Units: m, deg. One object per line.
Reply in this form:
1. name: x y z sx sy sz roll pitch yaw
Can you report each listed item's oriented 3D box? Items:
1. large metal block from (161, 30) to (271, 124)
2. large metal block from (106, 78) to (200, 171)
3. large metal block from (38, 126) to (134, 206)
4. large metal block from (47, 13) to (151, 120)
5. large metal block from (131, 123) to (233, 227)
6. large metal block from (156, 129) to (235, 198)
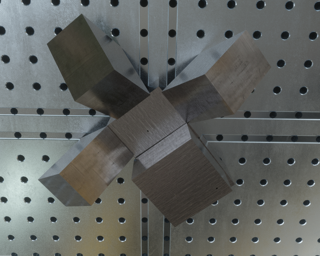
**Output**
1. large metal block: 0.062 -0.054 0.348 0.050 0.080 0.080 50 63 -16
2. large metal block: -0.008 -0.004 0.398 0.080 0.050 0.080 -36 106 12
3. large metal block: -0.093 0.049 0.385 0.050 0.080 0.080 51 144 -15
4. large metal block: -0.065 -0.064 0.344 0.050 0.080 0.080 -36 67 12
5. large metal block: 0.025 0.055 0.366 0.080 0.050 0.080 -36 107 11
6. large metal block: 0.041 0.057 0.420 0.080 0.050 0.080 -35 105 11
